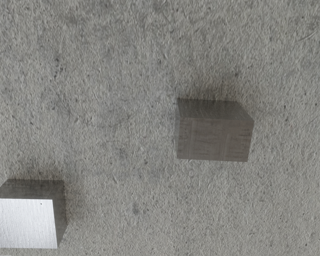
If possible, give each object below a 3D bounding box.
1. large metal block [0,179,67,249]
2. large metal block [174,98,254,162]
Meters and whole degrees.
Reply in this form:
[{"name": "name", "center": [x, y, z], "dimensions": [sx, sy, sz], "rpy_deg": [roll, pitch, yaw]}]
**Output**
[{"name": "large metal block", "center": [-0.182, 0.121, 0.439], "dimensions": [0.081, 0.050, 0.079], "rpy_deg": [1, 110, -1]}, {"name": "large metal block", "center": [0.061, 0.000, 0.381], "dimensions": [0.081, 0.080, 0.050], "rpy_deg": [3, 110, -1]}]
